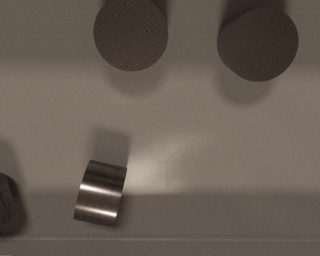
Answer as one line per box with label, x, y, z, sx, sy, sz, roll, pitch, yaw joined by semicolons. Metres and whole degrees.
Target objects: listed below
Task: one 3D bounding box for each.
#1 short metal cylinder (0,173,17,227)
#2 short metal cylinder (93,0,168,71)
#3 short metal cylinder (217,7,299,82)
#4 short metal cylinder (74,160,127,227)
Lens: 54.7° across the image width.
short metal cylinder;-0.242;0.101;0.416;0.080;0.080;0.050;-6;110;2
short metal cylinder;-0.032;-0.109;0.357;0.081;0.050;0.079;0;110;-1
short metal cylinder;0.112;-0.099;0.363;0.081;0.050;0.079;0;110;-1
short metal cylinder;-0.078;0.087;0.413;0.050;0.080;0.079;14;109;-6
